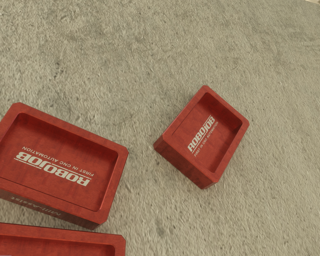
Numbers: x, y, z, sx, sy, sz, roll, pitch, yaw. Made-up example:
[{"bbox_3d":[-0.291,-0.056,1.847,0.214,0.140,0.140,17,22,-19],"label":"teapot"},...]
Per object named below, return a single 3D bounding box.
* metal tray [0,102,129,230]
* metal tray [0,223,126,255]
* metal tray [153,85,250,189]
[{"bbox_3d":[-0.107,0.039,0.318,0.131,0.030,0.090,25,53,-13],"label":"metal tray"},{"bbox_3d":[-0.098,0.135,0.265,0.131,0.030,0.090,14,56,-21],"label":"metal tray"},{"bbox_3d":[0.062,0.008,0.428,0.090,0.030,0.131,41,51,-1],"label":"metal tray"}]
